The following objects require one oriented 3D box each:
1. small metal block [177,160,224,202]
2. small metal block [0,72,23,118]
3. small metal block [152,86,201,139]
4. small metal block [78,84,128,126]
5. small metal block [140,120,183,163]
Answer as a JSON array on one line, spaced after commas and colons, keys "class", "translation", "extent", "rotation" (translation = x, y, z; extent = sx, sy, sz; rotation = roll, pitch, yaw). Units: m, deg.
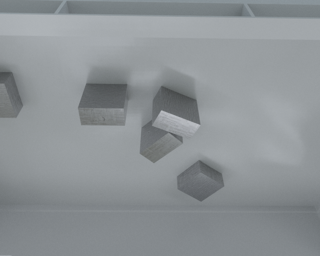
[{"class": "small metal block", "translation": [0.062, 0.083, 0.480], "extent": [0.050, 0.025, 0.050], "rotation": [32, 123, -25]}, {"class": "small metal block", "translation": [-0.201, -0.040, 0.373], "extent": [0.050, 0.025, 0.050], "rotation": [1, 130, -1]}, {"class": "small metal block", "translation": [0.019, -0.019, 0.376], "extent": [0.050, 0.050, 0.025], "rotation": [20, 127, -16]}, {"class": "small metal block", "translation": [-0.065, -0.028, 0.368], "extent": [0.050, 0.050, 0.025], "rotation": [1, 130, -1]}, {"class": "small metal block", "translation": [0.001, 0.009, 0.400], "extent": [0.050, 0.050, 0.025], "rotation": [-37, 121, 27]}]
